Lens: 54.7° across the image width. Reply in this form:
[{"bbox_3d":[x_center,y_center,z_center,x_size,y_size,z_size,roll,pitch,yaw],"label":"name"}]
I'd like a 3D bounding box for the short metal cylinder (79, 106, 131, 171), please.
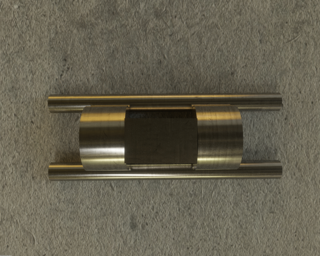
[{"bbox_3d":[-0.064,0.012,0.383,0.050,0.080,0.079,-1,90,0],"label":"short metal cylinder"}]

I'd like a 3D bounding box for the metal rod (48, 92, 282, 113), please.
[{"bbox_3d":[0.007,-0.033,0.411,0.302,0.025,0.025,-1,90,0],"label":"metal rod"}]

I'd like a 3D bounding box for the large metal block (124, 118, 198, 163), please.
[{"bbox_3d":[0.001,0.014,0.381,0.081,0.080,0.050,0,90,0],"label":"large metal block"}]

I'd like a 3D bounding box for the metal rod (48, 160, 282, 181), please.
[{"bbox_3d":[0.007,0.056,0.411,0.302,0.025,0.025,-1,90,0],"label":"metal rod"}]

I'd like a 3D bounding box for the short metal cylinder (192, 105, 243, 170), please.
[{"bbox_3d":[0.067,0.012,0.384,0.050,0.080,0.079,-1,90,0],"label":"short metal cylinder"}]
